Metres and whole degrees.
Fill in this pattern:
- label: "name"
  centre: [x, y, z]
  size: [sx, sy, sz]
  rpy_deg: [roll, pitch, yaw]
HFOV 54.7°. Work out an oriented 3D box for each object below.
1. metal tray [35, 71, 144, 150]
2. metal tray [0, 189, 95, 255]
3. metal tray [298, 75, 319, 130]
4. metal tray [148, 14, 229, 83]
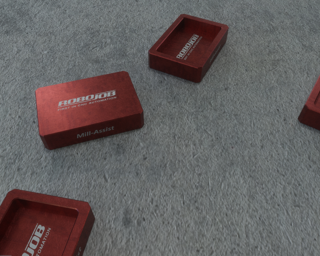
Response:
- label: "metal tray"
  centre: [-0.096, -0.028, 0.422]
  size: [0.131, 0.030, 0.090]
  rpy_deg: [-14, 51, -12]
- label: "metal tray"
  centre: [-0.126, 0.127, 0.291]
  size: [0.090, 0.030, 0.130]
  rpy_deg: [9, 50, 7]
- label: "metal tray"
  centre: [0.262, -0.041, 0.435]
  size: [0.090, 0.030, 0.131]
  rpy_deg: [27, 55, 21]
- label: "metal tray"
  centre: [0.049, -0.136, 0.514]
  size: [0.090, 0.030, 0.130]
  rpy_deg: [21, 53, 17]
